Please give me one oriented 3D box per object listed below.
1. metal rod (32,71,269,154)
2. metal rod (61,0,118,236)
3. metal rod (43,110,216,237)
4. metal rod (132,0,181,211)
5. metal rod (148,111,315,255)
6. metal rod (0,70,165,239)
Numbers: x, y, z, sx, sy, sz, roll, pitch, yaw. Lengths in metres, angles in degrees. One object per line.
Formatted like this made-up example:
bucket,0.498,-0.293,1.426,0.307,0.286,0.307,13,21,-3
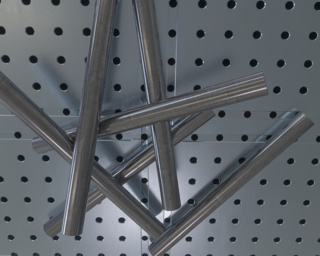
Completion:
metal rod,-0.029,-0.011,0.367,0.300,0.025,0.025,-14,110,21
metal rod,-0.080,-0.024,0.360,0.025,0.025,0.298,9,93,-4
metal rod,-0.050,0.064,0.436,0.300,0.025,0.025,-38,106,12
metal rod,-0.005,-0.039,0.380,0.025,0.025,0.298,-7,103,3
metal rod,0.093,0.090,0.446,0.025,0.025,0.299,41,105,-14
metal rod,-0.092,0.049,0.394,0.025,0.025,0.300,-35,116,12
